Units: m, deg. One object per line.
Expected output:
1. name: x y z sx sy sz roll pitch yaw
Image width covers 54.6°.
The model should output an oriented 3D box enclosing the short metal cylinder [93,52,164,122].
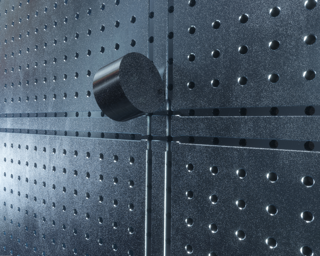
1. short metal cylinder: -0.040 -0.052 0.408 0.050 0.081 0.080 -16 80 39
